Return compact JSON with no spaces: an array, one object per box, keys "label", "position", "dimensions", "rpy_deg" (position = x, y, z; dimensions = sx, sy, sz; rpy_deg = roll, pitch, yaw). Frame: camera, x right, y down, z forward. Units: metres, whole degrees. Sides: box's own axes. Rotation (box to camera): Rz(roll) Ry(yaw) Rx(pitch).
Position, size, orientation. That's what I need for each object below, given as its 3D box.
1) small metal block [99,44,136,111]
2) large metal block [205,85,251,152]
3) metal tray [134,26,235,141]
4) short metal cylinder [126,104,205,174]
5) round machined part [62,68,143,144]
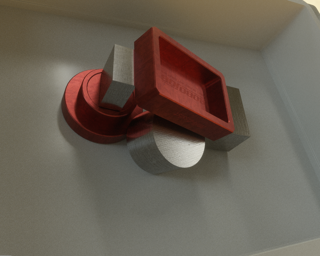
[{"label":"small metal block","position":[-0.047,-0.055,0.343],"dimensions":[0.025,0.050,0.050],"rpy_deg":[12,57,-22]},{"label":"large metal block","position":[0.072,-0.017,0.437],"dimensions":[0.081,0.050,0.080],"rpy_deg":[9,58,-24]},{"label":"metal tray","position":[0.030,-0.047,0.356],"dimensions":[0.131,0.030,0.090],"rpy_deg":[23,51,-39]},{"label":"short metal cylinder","position":[0.008,0.012,0.371],"dimensions":[0.081,0.050,0.080],"rpy_deg":[15,66,-36]},{"label":"round machined part","position":[-0.066,-0.033,0.378],"dimensions":[0.099,0.042,0.098],"rpy_deg":[14,56,-21]}]
